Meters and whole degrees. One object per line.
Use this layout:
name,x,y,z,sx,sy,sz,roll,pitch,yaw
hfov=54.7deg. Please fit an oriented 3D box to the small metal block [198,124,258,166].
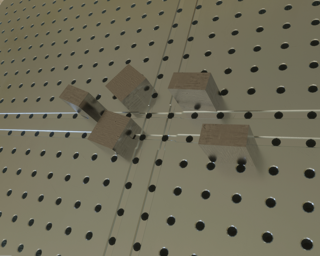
small metal block,0.076,0.019,0.340,0.050,0.050,0.025,2,63,29

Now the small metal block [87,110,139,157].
small metal block,-0.066,0.007,0.437,0.050,0.025,0.050,17,71,34

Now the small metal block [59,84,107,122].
small metal block,-0.117,-0.037,0.474,0.050,0.050,0.025,23,74,36

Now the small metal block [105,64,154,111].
small metal block,-0.047,-0.062,0.469,0.050,0.025,0.050,-44,51,-3

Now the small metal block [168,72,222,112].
small metal block,0.045,-0.046,0.396,0.050,0.050,0.025,6,65,30
